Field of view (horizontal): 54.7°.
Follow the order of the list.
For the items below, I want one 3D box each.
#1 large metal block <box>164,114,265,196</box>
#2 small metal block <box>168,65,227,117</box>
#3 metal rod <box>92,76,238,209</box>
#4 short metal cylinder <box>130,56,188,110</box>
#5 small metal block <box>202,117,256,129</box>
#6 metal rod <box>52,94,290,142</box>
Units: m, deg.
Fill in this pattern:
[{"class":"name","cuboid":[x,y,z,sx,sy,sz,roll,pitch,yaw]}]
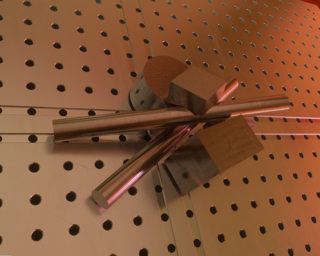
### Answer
[{"class":"large metal block","cuboid":[0.065,0.033,0.382,0.081,0.080,0.050,-20,73,-36]},{"class":"small metal block","cuboid":[0.046,-0.047,0.383,0.050,0.025,0.050,31,48,21]},{"class":"metal rod","cuboid":[0.028,0.000,0.419,0.025,0.025,0.302,47,51,4]},{"class":"short metal cylinder","cuboid":[0.006,-0.051,0.422,0.081,0.050,0.080,14,55,-21]},{"class":"small metal block","cuboid":[0.098,-0.003,0.442,0.050,0.050,0.025,-1,62,-27]},{"class":"metal rod","cuboid":[0.027,-0.015,0.383,0.302,0.025,0.025,-7,65,-17]}]
